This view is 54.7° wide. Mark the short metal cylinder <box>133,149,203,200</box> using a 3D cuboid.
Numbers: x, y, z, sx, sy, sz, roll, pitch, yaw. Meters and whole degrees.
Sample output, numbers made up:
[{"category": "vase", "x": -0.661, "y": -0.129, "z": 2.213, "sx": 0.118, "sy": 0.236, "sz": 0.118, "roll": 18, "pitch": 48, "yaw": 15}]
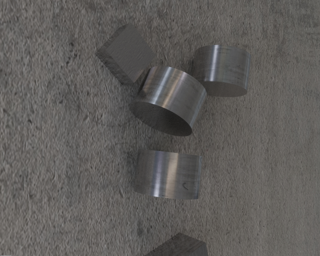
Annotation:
[{"category": "short metal cylinder", "x": 0.011, "y": 0.055, "z": 0.378, "sx": 0.081, "sy": 0.080, "sz": 0.050, "roll": 11, "pitch": 83, "yaw": -40}]

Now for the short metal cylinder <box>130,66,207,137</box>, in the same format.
[{"category": "short metal cylinder", "x": 0.010, "y": -0.031, "z": 0.378, "sx": 0.080, "sy": 0.080, "sz": 0.050, "roll": 37, "pitch": 67, "yaw": -34}]

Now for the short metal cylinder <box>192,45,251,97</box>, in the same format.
[{"category": "short metal cylinder", "x": 0.086, "y": -0.078, "z": 0.441, "sx": 0.081, "sy": 0.080, "sz": 0.050, "roll": 14, "pitch": 81, "yaw": -39}]

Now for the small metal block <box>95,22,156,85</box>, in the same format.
[{"category": "small metal block", "x": -0.040, "y": -0.088, "z": 0.371, "sx": 0.050, "sy": 0.025, "sz": 0.050, "roll": 49, "pitch": 61, "yaw": -29}]

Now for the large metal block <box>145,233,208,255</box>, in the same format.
[{"category": "large metal block", "x": 0.022, "y": 0.199, "z": 0.407, "sx": 0.081, "sy": 0.050, "sz": 0.079, "roll": -19, "pitch": 102, "yaw": -38}]
